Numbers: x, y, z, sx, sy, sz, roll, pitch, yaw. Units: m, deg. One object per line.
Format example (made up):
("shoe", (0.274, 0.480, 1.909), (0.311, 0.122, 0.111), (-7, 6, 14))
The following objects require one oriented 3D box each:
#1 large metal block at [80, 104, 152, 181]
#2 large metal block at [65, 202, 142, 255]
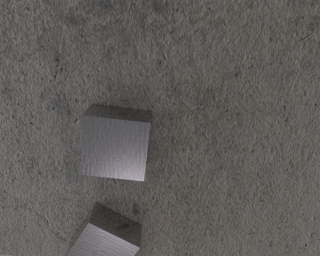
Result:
("large metal block", (-0.056, 0.018, 0.402), (0.081, 0.050, 0.079), (6, 110, -3))
("large metal block", (-0.083, 0.170, 0.458), (0.080, 0.050, 0.080), (31, 107, -11))
